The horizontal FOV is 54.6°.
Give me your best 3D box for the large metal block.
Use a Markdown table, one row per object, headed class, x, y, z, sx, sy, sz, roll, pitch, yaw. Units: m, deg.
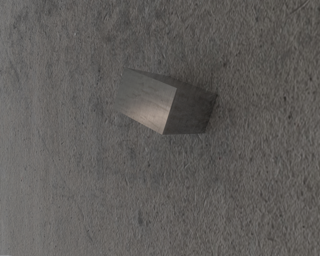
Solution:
| class | x | y | z | sx | sy | sz | roll | pitch | yaw |
| --- | --- | --- | --- | --- | --- | --- | --- | --- | --- |
| large metal block | 0.007 | -0.031 | 0.364 | 0.080 | 0.081 | 0.050 | 28 | 108 | 36 |
